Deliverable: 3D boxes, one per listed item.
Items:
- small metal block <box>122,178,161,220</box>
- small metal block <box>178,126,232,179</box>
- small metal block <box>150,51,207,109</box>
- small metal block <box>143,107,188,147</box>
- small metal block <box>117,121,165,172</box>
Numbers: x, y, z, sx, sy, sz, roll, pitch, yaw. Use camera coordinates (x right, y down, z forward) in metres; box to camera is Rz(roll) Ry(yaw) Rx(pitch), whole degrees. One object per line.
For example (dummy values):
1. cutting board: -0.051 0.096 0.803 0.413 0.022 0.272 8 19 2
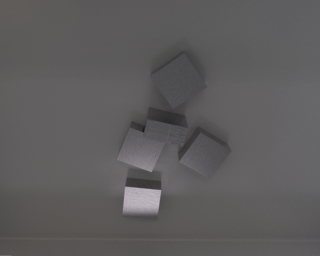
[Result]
1. small metal block: -0.026 0.102 0.449 0.050 0.025 0.050 6 110 -3
2. small metal block: 0.060 0.034 0.424 0.050 0.025 0.050 31 107 -11
3. small metal block: 0.023 -0.060 0.389 0.050 0.025 0.050 -33 107 11
4. small metal block: 0.007 -0.003 0.397 0.050 0.050 0.025 13 110 -5
5. small metal block: -0.025 0.025 0.420 0.050 0.025 0.050 21 109 -8
